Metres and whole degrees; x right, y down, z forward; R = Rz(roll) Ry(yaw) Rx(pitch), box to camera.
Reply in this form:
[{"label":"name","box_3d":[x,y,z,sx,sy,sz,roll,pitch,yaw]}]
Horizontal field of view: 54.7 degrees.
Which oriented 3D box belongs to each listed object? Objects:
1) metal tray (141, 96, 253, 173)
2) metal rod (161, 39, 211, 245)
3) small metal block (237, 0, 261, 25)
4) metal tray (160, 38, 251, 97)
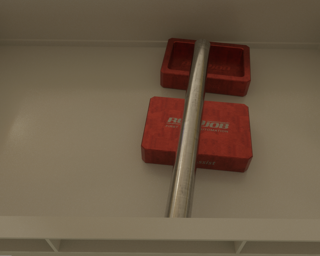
[{"label":"metal tray","box_3d":[0.047,0.006,0.398,0.131,0.030,0.090,5,50,4]},{"label":"metal rod","box_3d":[0.039,-0.012,0.375,0.025,0.025,0.300,8,50,6]},{"label":"small metal block","box_3d":[0.168,-0.233,0.589,0.025,0.050,0.050,-3,50,-3]},{"label":"metal tray","box_3d":[0.072,-0.097,0.484,0.131,0.030,0.090,7,50,5]}]
